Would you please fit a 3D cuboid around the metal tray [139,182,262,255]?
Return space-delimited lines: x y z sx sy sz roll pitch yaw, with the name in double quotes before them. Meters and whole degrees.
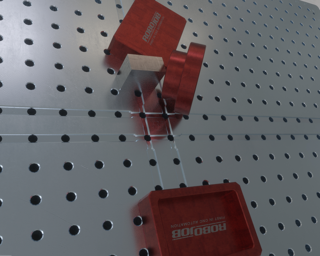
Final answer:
"metal tray" 0.048 0.115 0.360 0.131 0.030 0.090 0 62 -28

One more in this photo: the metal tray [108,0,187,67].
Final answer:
"metal tray" -0.016 -0.147 0.486 0.090 0.030 0.130 27 52 -11

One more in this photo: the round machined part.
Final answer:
"round machined part" 0.030 -0.069 0.424 0.042 0.097 0.098 14 54 4

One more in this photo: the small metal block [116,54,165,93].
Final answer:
"small metal block" -0.027 -0.073 0.422 0.050 0.050 0.025 -2 63 -29
